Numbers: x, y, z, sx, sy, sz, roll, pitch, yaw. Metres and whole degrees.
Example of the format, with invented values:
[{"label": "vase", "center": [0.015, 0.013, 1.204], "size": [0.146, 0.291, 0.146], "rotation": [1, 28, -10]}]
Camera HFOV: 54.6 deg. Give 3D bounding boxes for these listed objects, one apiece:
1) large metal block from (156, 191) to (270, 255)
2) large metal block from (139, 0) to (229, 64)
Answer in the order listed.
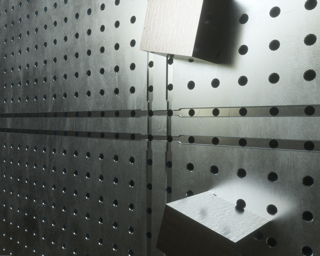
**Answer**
[{"label": "large metal block", "center": [0.056, 0.112, 0.328], "size": [0.080, 0.081, 0.050], "rotation": [20, 103, 38]}, {"label": "large metal block", "center": [0.028, -0.125, 0.371], "size": [0.080, 0.050, 0.080], "rotation": [18, 102, 38]}]
